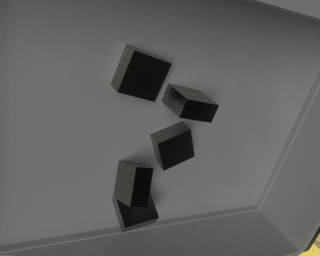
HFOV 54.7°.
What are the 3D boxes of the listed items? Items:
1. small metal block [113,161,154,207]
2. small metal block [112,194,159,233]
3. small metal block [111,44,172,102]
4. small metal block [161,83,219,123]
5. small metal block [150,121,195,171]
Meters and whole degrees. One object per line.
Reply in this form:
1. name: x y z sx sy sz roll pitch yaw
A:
1. small metal block: -0.036 0.073 0.409 0.025 0.050 0.050 10 88 -33
2. small metal block: -0.036 0.115 0.442 0.050 0.050 0.025 -9 150 -24
3. small metal block: -0.022 -0.063 0.359 0.050 0.025 0.050 12 112 -34
4. small metal block: 0.038 -0.032 0.395 0.050 0.050 0.025 7 115 -32
5. small metal block: 0.018 0.025 0.436 0.050 0.025 0.050 -23 127 -15
